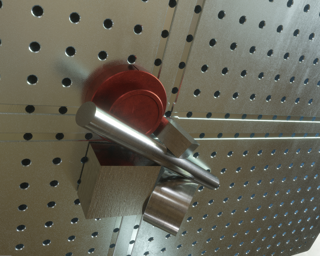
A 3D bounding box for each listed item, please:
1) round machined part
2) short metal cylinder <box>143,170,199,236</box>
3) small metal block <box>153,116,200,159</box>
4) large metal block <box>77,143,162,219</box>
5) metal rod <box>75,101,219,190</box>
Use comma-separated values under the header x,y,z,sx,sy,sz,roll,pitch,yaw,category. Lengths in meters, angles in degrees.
x,y,z,sx,sy,sz,roll,pitch,yaw,category
-0.035,-0.022,0.368,0.099,0.042,0.097,-14,125,-21,round machined part
0.016,0.106,0.444,0.080,0.050,0.080,22,92,-79,short metal cylinder
0.021,0.013,0.404,0.025,0.050,0.050,-48,164,9,small metal block
-0.055,0.068,0.405,0.081,0.050,0.079,5,116,-31,large metal block
0.010,0.039,0.400,0.025,0.025,0.301,-49,142,6,metal rod
